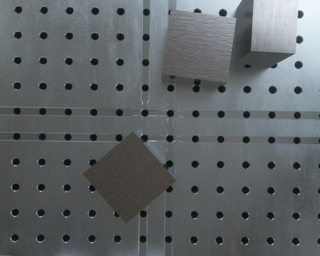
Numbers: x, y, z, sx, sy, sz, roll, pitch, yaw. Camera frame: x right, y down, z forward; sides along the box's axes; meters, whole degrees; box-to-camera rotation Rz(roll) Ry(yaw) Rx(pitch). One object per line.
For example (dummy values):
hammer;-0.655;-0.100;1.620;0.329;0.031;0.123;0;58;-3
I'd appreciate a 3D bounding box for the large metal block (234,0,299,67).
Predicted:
large metal block;0.129;-0.125;0.387;0.050;0.080;0.080;3;90;0

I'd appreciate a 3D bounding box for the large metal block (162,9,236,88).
large metal block;0.048;-0.100;0.401;0.080;0.050;0.080;8;90;0

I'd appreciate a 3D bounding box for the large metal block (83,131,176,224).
large metal block;-0.037;0.060;0.401;0.080;0.050;0.080;-41;90;0
